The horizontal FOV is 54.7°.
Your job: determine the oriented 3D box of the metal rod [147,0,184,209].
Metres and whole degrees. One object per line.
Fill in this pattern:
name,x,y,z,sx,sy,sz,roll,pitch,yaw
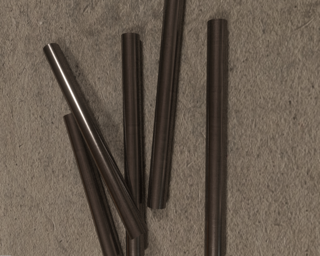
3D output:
metal rod,0.008,-0.045,0.405,0.025,0.025,0.298,5,92,19

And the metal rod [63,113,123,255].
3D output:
metal rod,-0.083,0.122,0.437,0.025,0.025,0.299,-20,84,18

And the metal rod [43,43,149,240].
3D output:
metal rod,-0.094,0.007,0.424,0.025,0.025,0.299,-34,73,16

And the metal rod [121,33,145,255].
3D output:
metal rod,-0.037,0.023,0.420,0.025,0.025,0.298,-2,89,19

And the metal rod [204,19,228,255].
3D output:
metal rod,0.069,0.018,0.384,0.025,0.025,0.298,1,90,19
